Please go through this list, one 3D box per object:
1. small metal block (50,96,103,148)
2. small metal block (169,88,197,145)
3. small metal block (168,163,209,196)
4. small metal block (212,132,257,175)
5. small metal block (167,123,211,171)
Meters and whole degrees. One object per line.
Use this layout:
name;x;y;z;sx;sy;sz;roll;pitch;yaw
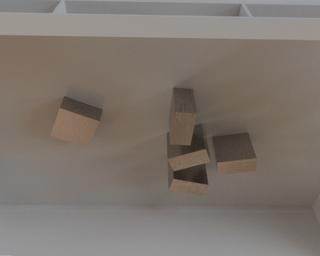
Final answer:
small metal block;-0.108;-0.007;0.402;0.050;0.025;0.050;20;127;-17
small metal block;0.027;-0.014;0.381;0.025;0.050;0.050;3;130;-3
small metal block;0.039;0.067;0.450;0.050;0.050;0.025;12;129;-10
small metal block;0.101;0.035;0.424;0.050;0.050;0.025;-7;130;5
small metal block;0.037;0.025;0.415;0.050;0.050;0.025;-16;128;13
